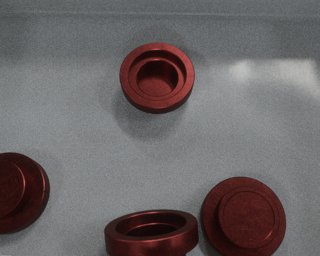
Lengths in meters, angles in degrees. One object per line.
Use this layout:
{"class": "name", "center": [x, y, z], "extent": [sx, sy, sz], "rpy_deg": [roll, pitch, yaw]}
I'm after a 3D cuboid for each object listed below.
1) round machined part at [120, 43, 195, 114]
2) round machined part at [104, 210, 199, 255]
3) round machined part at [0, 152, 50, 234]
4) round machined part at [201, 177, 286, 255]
{"class": "round machined part", "center": [-0.004, -0.064, 0.424], "extent": [0.099, 0.042, 0.098], "rpy_deg": [0, 70, 0]}
{"class": "round machined part", "center": [-0.008, 0.122, 0.330], "extent": [0.099, 0.098, 0.042], "rpy_deg": [-5, 91, -2]}
{"class": "round machined part", "center": [-0.188, 0.076, 0.371], "extent": [0.099, 0.042, 0.098], "rpy_deg": [0, 70, 0]}
{"class": "round machined part", "center": [0.099, 0.105, 0.363], "extent": [0.099, 0.042, 0.098], "rpy_deg": [0, 70, 0]}
